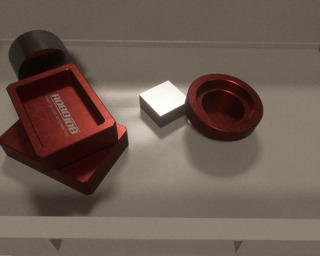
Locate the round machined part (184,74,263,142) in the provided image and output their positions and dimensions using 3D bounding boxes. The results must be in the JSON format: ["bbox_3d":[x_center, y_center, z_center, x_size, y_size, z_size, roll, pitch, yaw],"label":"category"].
[{"bbox_3d":[0.080,-0.022,0.408,0.099,0.042,0.098,5,53,-7],"label":"round machined part"}]

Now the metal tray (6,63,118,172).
[{"bbox_3d":[-0.120,-0.019,0.376,0.091,0.030,0.130,-25,55,-20],"label":"metal tray"}]

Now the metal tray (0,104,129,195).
[{"bbox_3d":[-0.117,0.017,0.386,0.130,0.030,0.090,22,53,17],"label":"metal tray"}]

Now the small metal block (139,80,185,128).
[{"bbox_3d":[0.006,-0.034,0.434,0.050,0.025,0.050,-29,56,-22],"label":"small metal block"}]

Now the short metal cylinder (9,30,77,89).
[{"bbox_3d":[-0.167,-0.092,0.444,0.081,0.080,0.050,-25,55,-20],"label":"short metal cylinder"}]
